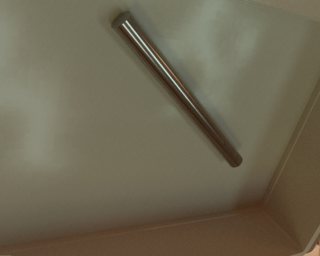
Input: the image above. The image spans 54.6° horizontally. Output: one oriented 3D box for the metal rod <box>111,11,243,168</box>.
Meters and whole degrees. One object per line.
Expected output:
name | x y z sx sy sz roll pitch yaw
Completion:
metal rod | 0.042 -0.029 0.412 0.025 0.025 0.300 -43 129 2
